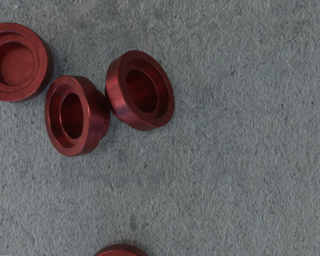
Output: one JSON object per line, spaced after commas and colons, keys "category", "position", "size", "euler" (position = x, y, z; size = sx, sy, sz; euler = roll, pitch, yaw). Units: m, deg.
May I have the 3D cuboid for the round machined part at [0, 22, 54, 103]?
{"category": "round machined part", "position": [-0.186, -0.081, 0.400], "size": [0.099, 0.042, 0.097], "euler": [0, 90, 0]}

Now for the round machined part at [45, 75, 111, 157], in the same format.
{"category": "round machined part", "position": [-0.099, -0.016, 0.384], "size": [0.098, 0.042, 0.097], "euler": [5, 98, 41]}

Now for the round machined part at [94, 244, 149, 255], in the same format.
{"category": "round machined part", "position": [-0.051, 0.198, 0.401], "size": [0.099, 0.042, 0.097], "euler": [0, 90, 0]}

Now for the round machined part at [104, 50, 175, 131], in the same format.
{"category": "round machined part", "position": [-0.029, -0.042, 0.383], "size": [0.042, 0.099, 0.098], "euler": [-20, 90, 37]}
